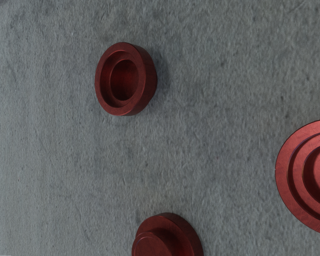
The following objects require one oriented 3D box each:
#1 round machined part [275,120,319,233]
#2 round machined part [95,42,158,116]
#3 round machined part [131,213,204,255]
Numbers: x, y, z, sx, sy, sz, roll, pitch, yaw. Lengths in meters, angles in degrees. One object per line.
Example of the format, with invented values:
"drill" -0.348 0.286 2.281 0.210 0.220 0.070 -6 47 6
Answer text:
"round machined part" 0.155 0.040 0.266 0.098 0.042 0.097 0 90 39
"round machined part" -0.042 -0.065 0.426 0.098 0.042 0.097 0 90 39
"round machined part" 0.002 0.160 0.390 0.098 0.042 0.097 0 90 39
